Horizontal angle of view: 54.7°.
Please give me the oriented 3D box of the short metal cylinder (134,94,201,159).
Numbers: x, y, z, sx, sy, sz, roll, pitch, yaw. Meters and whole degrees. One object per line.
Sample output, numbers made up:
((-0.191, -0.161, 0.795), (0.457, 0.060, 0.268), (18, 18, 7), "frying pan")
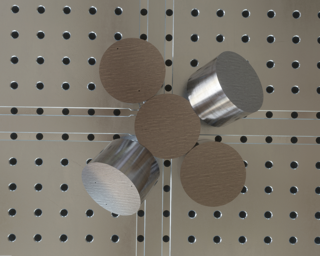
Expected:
((0.009, -0.002, 0.401), (0.081, 0.050, 0.079), (0, 90, -1), "short metal cylinder")

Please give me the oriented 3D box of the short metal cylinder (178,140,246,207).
((0.065, 0.056, 0.402), (0.081, 0.050, 0.079), (0, 90, -1), "short metal cylinder")

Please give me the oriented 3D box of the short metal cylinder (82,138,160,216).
((-0.047, 0.060, 0.380), (0.080, 0.050, 0.079), (15, 127, 21), "short metal cylinder")

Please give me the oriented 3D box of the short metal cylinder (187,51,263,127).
((0.080, -0.047, 0.382), (0.081, 0.050, 0.080), (16, 61, -31), "short metal cylinder")

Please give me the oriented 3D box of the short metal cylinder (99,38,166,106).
((-0.034, -0.070, 0.400), (0.081, 0.050, 0.079), (0, 90, -1), "short metal cylinder")
